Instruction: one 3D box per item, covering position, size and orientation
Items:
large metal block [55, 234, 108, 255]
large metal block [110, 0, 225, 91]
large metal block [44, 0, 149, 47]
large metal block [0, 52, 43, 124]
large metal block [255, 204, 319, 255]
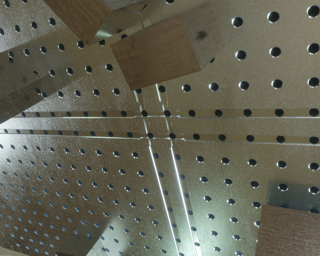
[{"bbox_3d":[-0.157,0.273,0.648,0.080,0.050,0.080,-4,117,30],"label":"large metal block"},{"bbox_3d":[0.011,-0.085,0.318,0.080,0.080,0.050,-11,113,33],"label":"large metal block"},{"bbox_3d":[-0.069,-0.142,0.325,0.080,0.080,0.050,46,129,-4],"label":"large metal block"},{"bbox_3d":[-0.239,-0.062,0.465,0.080,0.080,0.050,32,129,7],"label":"large metal block"},{"bbox_3d":[0.161,0.144,0.371,0.080,0.080,0.050,5,151,26],"label":"large metal block"}]
